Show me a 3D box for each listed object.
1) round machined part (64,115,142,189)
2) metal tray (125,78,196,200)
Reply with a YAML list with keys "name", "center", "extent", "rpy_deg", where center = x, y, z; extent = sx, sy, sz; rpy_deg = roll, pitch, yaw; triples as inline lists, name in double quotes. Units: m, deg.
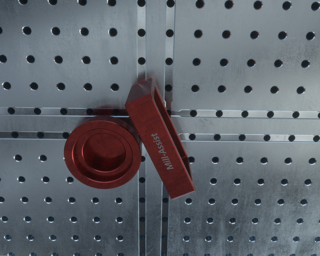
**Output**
- name: "round machined part"
  center: [-0.073, 0.029, 0.414]
  extent: [0.099, 0.042, 0.097]
  rpy_deg: [0, 110, -1]
- name: "metal tray"
  center: [0.002, 0.011, 0.382]
  extent: [0.030, 0.090, 0.129]
  rpy_deg: [-23, 109, 8]
